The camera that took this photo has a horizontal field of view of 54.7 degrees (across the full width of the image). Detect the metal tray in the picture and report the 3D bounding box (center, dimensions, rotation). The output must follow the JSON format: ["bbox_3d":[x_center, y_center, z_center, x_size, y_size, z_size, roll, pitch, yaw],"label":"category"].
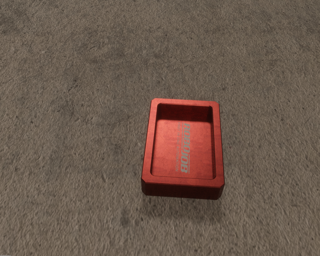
[{"bbox_3d":[0.029,0.021,0.382,0.091,0.030,0.130,3,50,2],"label":"metal tray"}]
